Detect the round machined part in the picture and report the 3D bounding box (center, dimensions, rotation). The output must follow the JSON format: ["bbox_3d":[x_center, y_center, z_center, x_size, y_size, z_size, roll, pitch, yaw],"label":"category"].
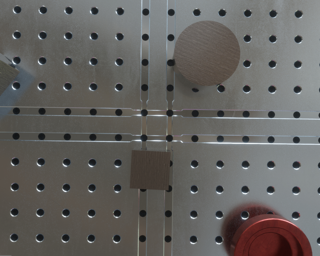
[{"bbox_3d":[0.141,0.161,0.406,0.099,0.042,0.097,0,90,0],"label":"round machined part"}]

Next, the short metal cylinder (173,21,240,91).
[{"bbox_3d":[0.057,-0.091,0.401,0.081,0.050,0.080,0,90,0],"label":"short metal cylinder"}]

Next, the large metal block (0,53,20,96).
[{"bbox_3d":[-0.238,-0.067,0.377,0.050,0.080,0.080,39,90,30],"label":"large metal block"}]

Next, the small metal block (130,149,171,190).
[{"bbox_3d":[-0.013,0.055,0.413,0.050,0.025,0.050,3,90,0],"label":"small metal block"}]
